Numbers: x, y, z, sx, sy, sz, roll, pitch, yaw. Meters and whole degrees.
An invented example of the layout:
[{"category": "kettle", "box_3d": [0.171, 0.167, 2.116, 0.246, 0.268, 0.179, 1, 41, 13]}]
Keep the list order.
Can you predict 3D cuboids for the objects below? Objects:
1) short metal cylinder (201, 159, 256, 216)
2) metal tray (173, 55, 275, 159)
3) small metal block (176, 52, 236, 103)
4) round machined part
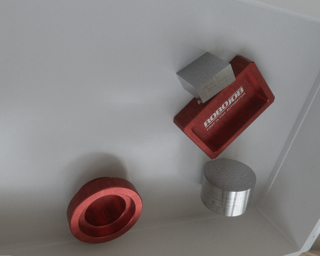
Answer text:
[{"category": "short metal cylinder", "box_3d": [0.107, 0.092, 0.491, 0.081, 0.080, 0.050, -12, 124, -22]}, {"category": "metal tray", "box_3d": [0.094, -0.026, 0.442, 0.130, 0.030, 0.090, -45, 130, 3]}, {"category": "small metal block", "box_3d": [0.056, -0.064, 0.386, 0.050, 0.050, 0.025, -35, 129, -5]}, {"category": "round machined part", "box_3d": [-0.077, 0.106, 0.423, 0.099, 0.042, 0.097, -14, 125, -21]}]
